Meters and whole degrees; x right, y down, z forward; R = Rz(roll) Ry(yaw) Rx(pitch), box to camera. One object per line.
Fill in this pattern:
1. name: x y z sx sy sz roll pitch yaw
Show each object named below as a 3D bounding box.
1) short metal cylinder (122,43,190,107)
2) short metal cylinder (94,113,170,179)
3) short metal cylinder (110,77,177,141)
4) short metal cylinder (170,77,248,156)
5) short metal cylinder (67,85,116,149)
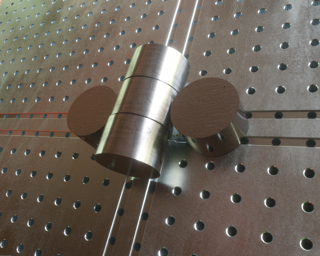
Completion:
1. short metal cylinder: -0.005 -0.067 0.414 0.080 0.080 0.050 3 63 29
2. short metal cylinder: -0.033 0.024 0.373 0.080 0.080 0.050 1 63 28
3. short metal cylinder: -0.018 -0.021 0.393 0.080 0.080 0.050 2 63 29
4. short metal cylinder: 0.059 -0.013 0.367 0.080 0.050 0.080 -13 56 20
5. short metal cylinder: -0.084 -0.014 0.442 0.080 0.050 0.080 -13 56 20
